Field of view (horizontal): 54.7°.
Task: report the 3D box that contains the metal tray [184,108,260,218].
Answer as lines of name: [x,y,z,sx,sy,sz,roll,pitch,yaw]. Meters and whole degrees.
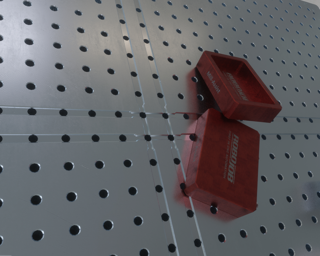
metal tray: [0.089,0.044,0.426,0.090,0.030,0.130,26,53,-12]

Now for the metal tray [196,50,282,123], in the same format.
metal tray: [0.121,-0.067,0.489,0.091,0.030,0.130,4,44,-26]
